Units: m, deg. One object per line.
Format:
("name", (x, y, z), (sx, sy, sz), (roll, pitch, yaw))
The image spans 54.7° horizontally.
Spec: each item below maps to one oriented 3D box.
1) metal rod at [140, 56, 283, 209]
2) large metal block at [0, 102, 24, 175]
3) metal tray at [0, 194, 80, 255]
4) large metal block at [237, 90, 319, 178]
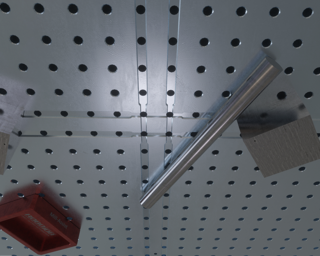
("metal rod", (0.053, 0.025, 0.433), (0.025, 0.025, 0.298), (24, 126, -19))
("large metal block", (-0.231, 0.007, 0.399), (0.080, 0.050, 0.079), (18, 128, -15))
("metal tray", (-0.219, 0.177, 0.556), (0.090, 0.030, 0.130), (-20, 128, 16))
("large metal block", (0.156, 0.010, 0.405), (0.080, 0.050, 0.080), (-24, 126, 19))
